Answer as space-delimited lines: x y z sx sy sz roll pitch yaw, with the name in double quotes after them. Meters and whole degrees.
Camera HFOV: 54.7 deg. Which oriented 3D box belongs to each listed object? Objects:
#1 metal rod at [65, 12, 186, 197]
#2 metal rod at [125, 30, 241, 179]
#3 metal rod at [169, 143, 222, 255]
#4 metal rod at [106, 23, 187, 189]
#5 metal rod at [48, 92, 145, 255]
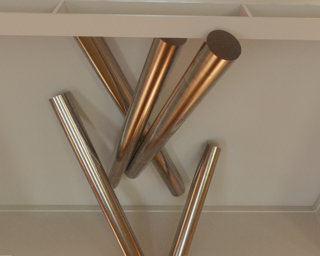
-0.028 -0.006 0.403 0.025 0.025 0.299 -18 128 14 "metal rod"
0.001 0.005 0.334 0.025 0.025 0.299 13 153 -12 "metal rod"
0.030 0.167 0.438 0.025 0.025 0.298 17 91 -15 "metal rod"
-0.033 0.005 0.361 0.025 0.025 0.298 13 145 -11 "metal rod"
-0.069 0.095 0.409 0.025 0.025 0.299 -19 103 15 "metal rod"
